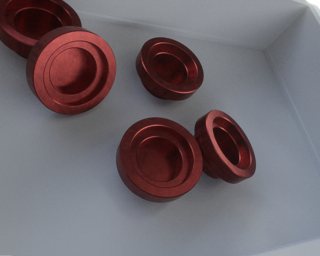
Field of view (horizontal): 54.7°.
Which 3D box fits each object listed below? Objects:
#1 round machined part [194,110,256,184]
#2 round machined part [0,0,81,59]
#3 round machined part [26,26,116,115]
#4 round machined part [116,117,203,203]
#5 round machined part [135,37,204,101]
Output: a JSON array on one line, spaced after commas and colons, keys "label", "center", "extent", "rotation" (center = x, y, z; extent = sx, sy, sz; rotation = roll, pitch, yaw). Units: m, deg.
[{"label": "round machined part", "center": [0.079, 0.028, 0.408], "extent": [0.098, 0.042, 0.098], "rotation": [30, 42, -30]}, {"label": "round machined part", "center": [-0.151, -0.122, 0.386], "extent": [0.099, 0.042, 0.098], "rotation": [14, 54, -19]}, {"label": "round machined part", "center": [-0.103, -0.068, 0.356], "extent": [0.099, 0.097, 0.042], "rotation": [-18, 38, -35]}, {"label": "round machined part", "center": [-0.003, 0.040, 0.364], "extent": [0.099, 0.042, 0.098], "rotation": [9, 59, -16]}, {"label": "round machined part", "center": [0.010, -0.080, 0.449], "extent": [0.099, 0.042, 0.098], "rotation": [14, 56, -21]}]
